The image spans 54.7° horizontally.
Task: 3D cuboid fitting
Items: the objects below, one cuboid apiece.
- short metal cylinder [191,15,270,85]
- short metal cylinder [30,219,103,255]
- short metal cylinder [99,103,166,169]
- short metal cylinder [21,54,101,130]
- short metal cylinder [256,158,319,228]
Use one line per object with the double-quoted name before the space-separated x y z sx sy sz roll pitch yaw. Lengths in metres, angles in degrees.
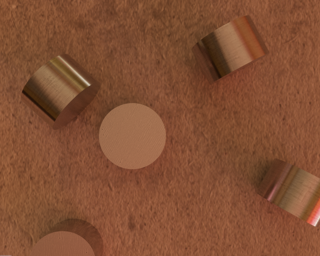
"short metal cylinder" 0.086 -0.095 0.384 0.080 0.080 0.050 -28 90 0
"short metal cylinder" -0.117 0.163 0.396 0.081 0.050 0.079 0 90 -1
"short metal cylinder" -0.033 0.010 0.397 0.081 0.050 0.079 0 90 -1
"short metal cylinder" -0.120 -0.044 0.381 0.050 0.080 0.080 43 90 -1
"short metal cylinder" 0.168 0.079 0.385 0.080 0.080 0.050 29 90 -1
